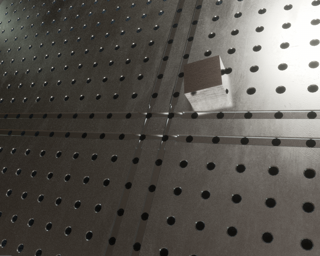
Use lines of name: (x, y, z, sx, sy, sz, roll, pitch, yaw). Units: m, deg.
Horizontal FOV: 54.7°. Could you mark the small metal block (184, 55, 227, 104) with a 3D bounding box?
small metal block: (0.060, -0.065, 0.415, 0.050, 0.025, 0.050, -12, 57, 21)
